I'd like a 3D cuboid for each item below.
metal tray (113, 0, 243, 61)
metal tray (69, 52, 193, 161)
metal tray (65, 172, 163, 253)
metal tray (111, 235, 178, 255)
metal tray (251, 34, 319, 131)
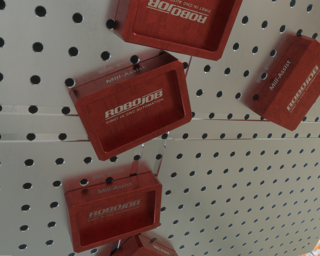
[{"bbox_3d":[0.023,-0.130,0.339,0.131,0.030,0.089,4,117,-30],"label":"metal tray"},{"bbox_3d":[-0.029,-0.025,0.375,0.131,0.030,0.090,-24,127,-14],"label":"metal tray"},{"bbox_3d":[-0.064,0.120,0.446,0.131,0.030,0.089,-10,123,-23],"label":"metal tray"},{"bbox_3d":[-0.029,0.244,0.541,0.090,0.030,0.130,-45,129,3],"label":"metal tray"},{"bbox_3d":[0.211,-0.066,0.482,0.091,0.030,0.129,18,109,-35],"label":"metal tray"}]
